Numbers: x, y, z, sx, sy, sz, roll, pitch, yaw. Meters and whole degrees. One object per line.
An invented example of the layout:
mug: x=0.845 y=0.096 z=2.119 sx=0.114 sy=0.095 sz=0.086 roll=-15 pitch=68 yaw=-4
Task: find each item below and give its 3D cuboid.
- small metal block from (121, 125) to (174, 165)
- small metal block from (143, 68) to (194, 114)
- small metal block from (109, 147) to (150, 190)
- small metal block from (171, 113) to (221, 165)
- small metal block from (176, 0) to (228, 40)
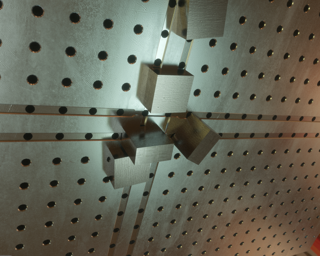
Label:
small metal block: x=-0.017 y=0.021 z=0.400 sx=0.050 sy=0.050 sz=0.025 roll=-6 pitch=121 yaw=-26
small metal block: x=0.010 y=-0.047 z=0.389 sx=0.050 sy=0.025 sz=0.050 roll=-3 pitch=120 yaw=-27
small metal block: x=-0.042 y=0.051 z=0.422 sx=0.050 sy=0.025 sz=0.050 roll=-10 pitch=123 yaw=-24
small metal block: x=0.049 y=0.015 z=0.433 sx=0.025 sy=0.050 sz=0.050 roll=30 pitch=101 yaw=-38
small metal block: x=0.048 y=-0.132 z=0.358 sx=0.050 sy=0.025 sz=0.050 roll=-12 pitch=124 yaw=-22
